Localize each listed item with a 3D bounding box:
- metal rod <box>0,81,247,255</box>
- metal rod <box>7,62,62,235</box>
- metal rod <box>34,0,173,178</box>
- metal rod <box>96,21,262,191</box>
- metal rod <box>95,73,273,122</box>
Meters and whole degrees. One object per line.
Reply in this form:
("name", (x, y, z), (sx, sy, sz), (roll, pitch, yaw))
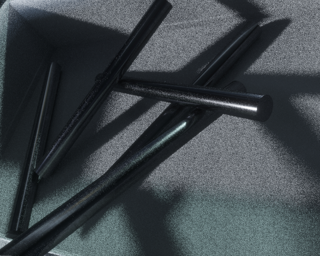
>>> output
("metal rod", (-0.010, 0.028, 0.312), (0.302, 0.025, 0.025), (-35, 46, -30))
("metal rod", (-0.194, 0.014, 0.496), (0.025, 0.025, 0.299), (-14, 56, 20))
("metal rod", (-0.083, -0.052, 0.435), (0.299, 0.025, 0.025), (-53, 51, 8))
("metal rod", (0.026, -0.027, 0.407), (0.300, 0.025, 0.025), (-47, 52, -5))
("metal rod", (0.000, -0.047, 0.388), (0.300, 0.025, 0.025), (18, 70, 49))
